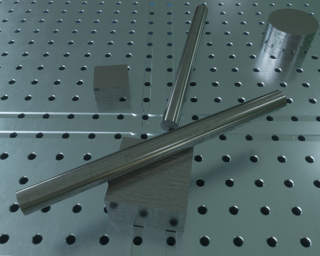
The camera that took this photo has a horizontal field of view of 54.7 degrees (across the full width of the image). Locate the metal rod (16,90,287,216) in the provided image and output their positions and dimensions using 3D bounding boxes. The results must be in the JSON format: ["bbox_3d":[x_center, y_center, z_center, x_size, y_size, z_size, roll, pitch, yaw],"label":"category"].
[{"bbox_3d":[0.008,0.017,0.327,0.302,0.025,0.025,-21,53,-17],"label":"metal rod"}]

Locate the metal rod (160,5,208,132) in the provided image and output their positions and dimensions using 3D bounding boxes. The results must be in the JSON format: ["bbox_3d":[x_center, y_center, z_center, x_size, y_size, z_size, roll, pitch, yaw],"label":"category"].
[{"bbox_3d":[0.047,-0.114,0.503,0.025,0.025,0.300,10,51,8],"label":"metal rod"}]

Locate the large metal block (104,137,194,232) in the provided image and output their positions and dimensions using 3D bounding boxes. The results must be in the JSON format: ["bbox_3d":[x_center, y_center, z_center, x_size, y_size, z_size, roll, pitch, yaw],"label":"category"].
[{"bbox_3d":[-0.008,0.061,0.340,0.080,0.050,0.080,7,50,5],"label":"large metal block"}]

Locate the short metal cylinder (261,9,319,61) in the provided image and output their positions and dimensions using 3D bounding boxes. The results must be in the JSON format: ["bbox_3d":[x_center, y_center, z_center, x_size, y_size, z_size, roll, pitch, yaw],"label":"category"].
[{"bbox_3d":[0.219,-0.159,0.526,0.080,0.050,0.080,0,50,0],"label":"short metal cylinder"}]

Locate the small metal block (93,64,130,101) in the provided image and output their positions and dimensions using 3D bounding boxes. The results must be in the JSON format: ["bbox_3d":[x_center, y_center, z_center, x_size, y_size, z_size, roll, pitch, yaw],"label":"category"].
[{"bbox_3d":[-0.072,-0.068,0.465,0.050,0.025,0.050,-5,50,-4],"label":"small metal block"}]
